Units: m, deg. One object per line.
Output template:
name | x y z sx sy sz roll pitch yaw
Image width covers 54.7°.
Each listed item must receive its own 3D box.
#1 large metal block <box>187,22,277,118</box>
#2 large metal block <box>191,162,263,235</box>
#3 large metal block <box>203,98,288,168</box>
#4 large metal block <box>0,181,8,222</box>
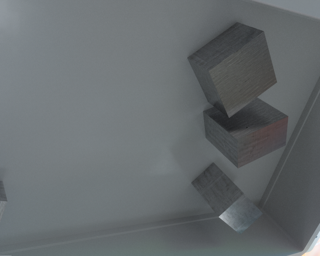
large metal block | 0.094 -0.074 0.398 0.080 0.050 0.080 -37 129 -4
large metal block | 0.108 0.114 0.502 0.050 0.080 0.080 -44 129 2
large metal block | 0.119 0.000 0.438 0.081 0.080 0.050 -22 127 -15
large metal block | -0.218 0.097 0.323 0.081 0.050 0.080 17 97 -35
